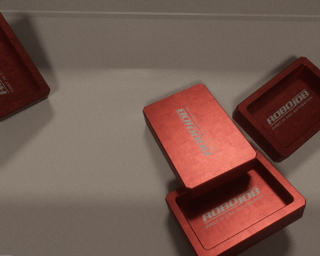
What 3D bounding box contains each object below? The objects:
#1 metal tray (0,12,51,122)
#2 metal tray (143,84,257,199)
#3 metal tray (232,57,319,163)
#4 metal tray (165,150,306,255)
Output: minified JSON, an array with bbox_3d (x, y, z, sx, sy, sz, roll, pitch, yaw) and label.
[{"bbox_3d":[-0.215,-0.078,0.394,0.091,0.030,0.130,-35,98,-29],"label":"metal tray"},{"bbox_3d":[0.045,0.011,0.385,0.091,0.030,0.130,-24,56,-9],"label":"metal tray"},{"bbox_3d":[0.176,-0.027,0.418,0.131,0.030,0.090,-36,74,-13],"label":"metal tray"},{"bbox_3d":[0.084,0.089,0.356,0.131,0.030,0.090,-26,47,-10],"label":"metal tray"}]
